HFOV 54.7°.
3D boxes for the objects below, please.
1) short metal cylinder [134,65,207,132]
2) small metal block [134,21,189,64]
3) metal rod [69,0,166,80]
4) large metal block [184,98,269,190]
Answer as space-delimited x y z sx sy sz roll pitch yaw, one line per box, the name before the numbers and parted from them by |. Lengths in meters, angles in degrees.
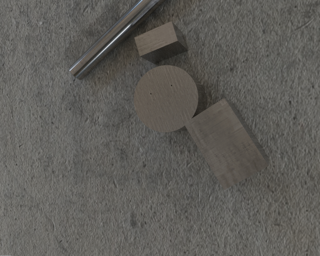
short metal cylinder | 0.014 -0.035 0.390 0.080 0.050 0.079 0 90 19
small metal block | 0.003 -0.107 0.394 0.050 0.050 0.025 -18 84 19
metal rod | -0.010 -0.170 0.411 0.300 0.025 0.025 -39 78 15
large metal block | 0.079 0.016 0.352 0.050 0.080 0.080 -34 80 17
